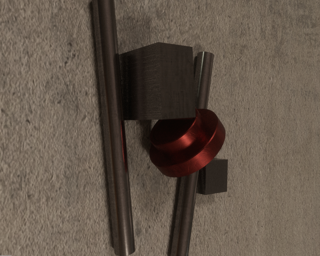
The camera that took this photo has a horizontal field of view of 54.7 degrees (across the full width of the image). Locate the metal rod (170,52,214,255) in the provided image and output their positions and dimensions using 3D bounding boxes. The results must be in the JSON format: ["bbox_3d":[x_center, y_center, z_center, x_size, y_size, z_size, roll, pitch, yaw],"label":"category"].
[{"bbox_3d":[0.047,0.037,0.446,0.025,0.025,0.298,14,81,-40],"label":"metal rod"}]

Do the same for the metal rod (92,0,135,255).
[{"bbox_3d":[-0.053,-0.001,0.361,0.025,0.025,0.298,-8,95,-40],"label":"metal rod"}]

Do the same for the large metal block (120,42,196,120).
[{"bbox_3d":[-0.006,-0.050,0.365,0.050,0.080,0.079,-5,93,-40],"label":"large metal block"}]

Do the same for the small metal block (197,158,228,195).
[{"bbox_3d":[0.077,0.073,0.472,0.050,0.025,0.050,3,88,-40],"label":"small metal block"}]

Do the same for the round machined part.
[{"bbox_3d":[0.027,0.009,0.382,0.042,0.098,0.098,52,60,-28],"label":"round machined part"}]
